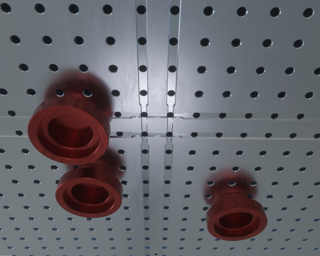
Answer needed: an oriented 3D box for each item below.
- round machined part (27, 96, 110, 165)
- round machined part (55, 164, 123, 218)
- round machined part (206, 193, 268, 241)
[{"bbox_3d":[-0.113,-0.001,0.399,0.099,0.042,0.097,0,130,0],"label":"round machined part"},{"bbox_3d":[-0.106,0.093,0.479,0.099,0.042,0.097,0,130,0],"label":"round machined part"},{"bbox_3d":[0.127,0.147,0.526,0.099,0.042,0.097,0,130,0],"label":"round machined part"}]
